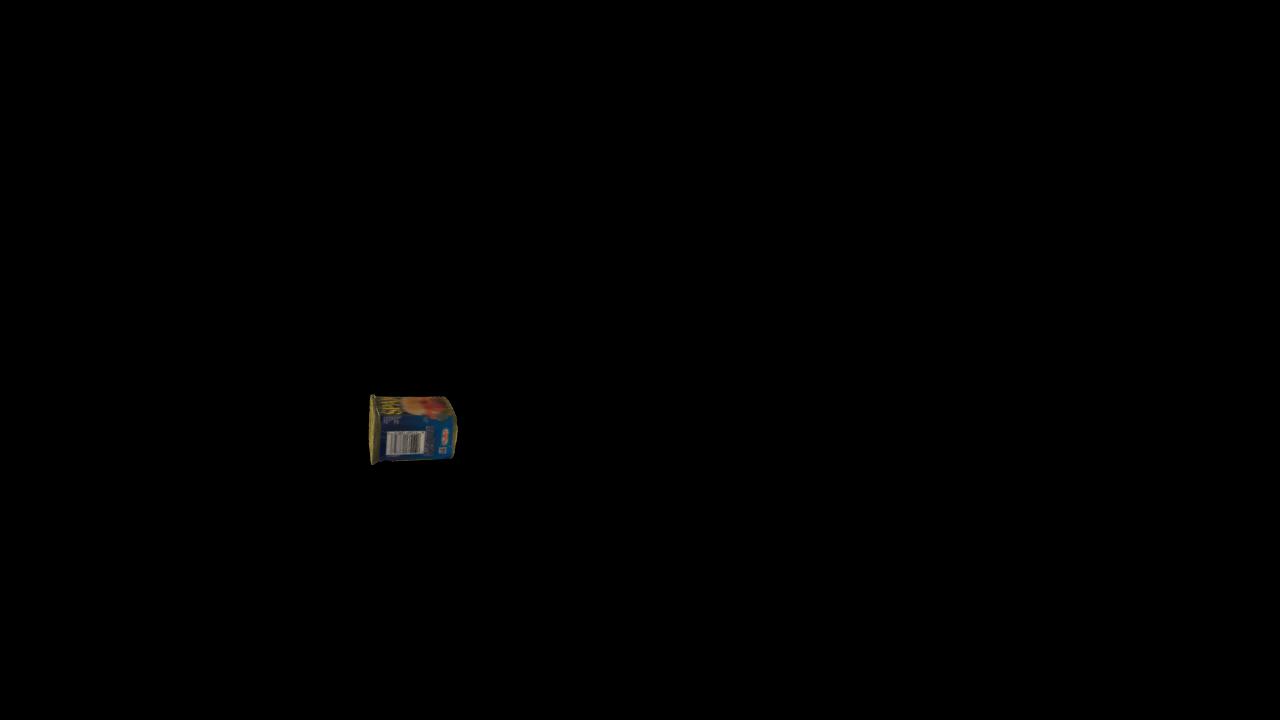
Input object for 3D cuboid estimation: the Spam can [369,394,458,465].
[{"bbox_3d":[-0.256,0.076,0.688,0.085,0.058,0.101,2,13,-26],"label":"Spam can"}]
